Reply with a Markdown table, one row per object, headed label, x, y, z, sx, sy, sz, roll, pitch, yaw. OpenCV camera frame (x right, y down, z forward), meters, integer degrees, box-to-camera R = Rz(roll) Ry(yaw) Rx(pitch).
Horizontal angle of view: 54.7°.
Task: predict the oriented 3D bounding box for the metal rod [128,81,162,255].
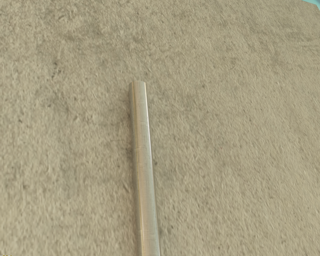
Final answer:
| label | x | y | z | sx | sy | sz | roll | pitch | yaw |
| --- | --- | --- | --- | --- | --- | --- | --- | --- | --- |
| metal rod | -0.017 | 0.073 | 0.351 | 0.025 | 0.025 | 0.299 | 8 | 58 | -24 |
